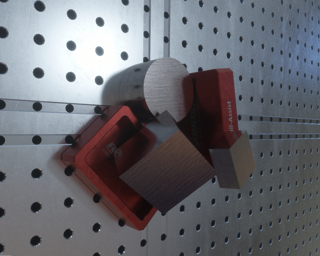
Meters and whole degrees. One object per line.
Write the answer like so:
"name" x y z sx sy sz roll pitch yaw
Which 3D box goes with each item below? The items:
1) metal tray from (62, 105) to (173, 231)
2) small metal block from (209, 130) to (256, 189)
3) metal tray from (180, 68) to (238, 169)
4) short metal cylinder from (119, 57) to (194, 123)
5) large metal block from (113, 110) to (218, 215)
"metal tray" -0.040 0.048 0.373 0.090 0.030 0.130 -51 120 -28
"small metal block" 0.086 0.036 0.360 0.050 0.025 0.050 -35 113 -47
"metal tray" 0.059 -0.010 0.418 0.030 0.090 0.129 -12 98 -40
"short metal cylinder" -0.004 -0.045 0.391 0.081 0.050 0.079 0 90 -40
"large metal block" 0.006 0.040 0.359 0.080 0.050 0.080 -39 121 6
